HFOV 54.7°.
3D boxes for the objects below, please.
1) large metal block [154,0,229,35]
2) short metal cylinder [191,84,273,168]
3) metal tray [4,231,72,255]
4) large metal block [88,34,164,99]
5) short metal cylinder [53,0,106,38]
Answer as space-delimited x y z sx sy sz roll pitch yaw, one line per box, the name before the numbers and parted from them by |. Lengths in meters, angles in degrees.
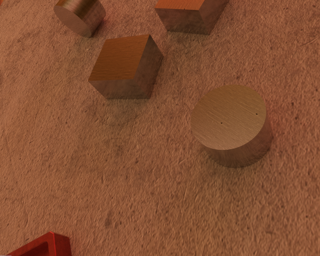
large metal block | 0.052 -0.195 0.481 0.080 0.050 0.080 18 71 35
short metal cylinder | 0.081 -0.001 0.346 0.080 0.050 0.080 -13 56 21
metal tray | -0.165 0.194 0.368 0.130 0.030 0.090 -30 52 9
large metal block | -0.050 -0.091 0.470 0.080 0.050 0.080 3 63 29
short metal cylinder | -0.149 -0.216 0.580 0.080 0.080 0.050 21 73 36
